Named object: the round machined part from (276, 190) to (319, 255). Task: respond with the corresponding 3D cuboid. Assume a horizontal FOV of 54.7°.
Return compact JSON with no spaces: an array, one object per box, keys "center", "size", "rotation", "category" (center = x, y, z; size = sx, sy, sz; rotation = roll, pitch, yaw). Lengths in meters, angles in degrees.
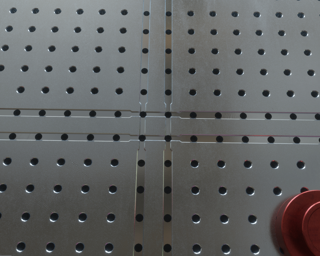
[{"center":[0.191,0.121,0.361],"size":[0.099,0.042,0.098],"rotation":[0,70,-1],"category":"round machined part"}]
